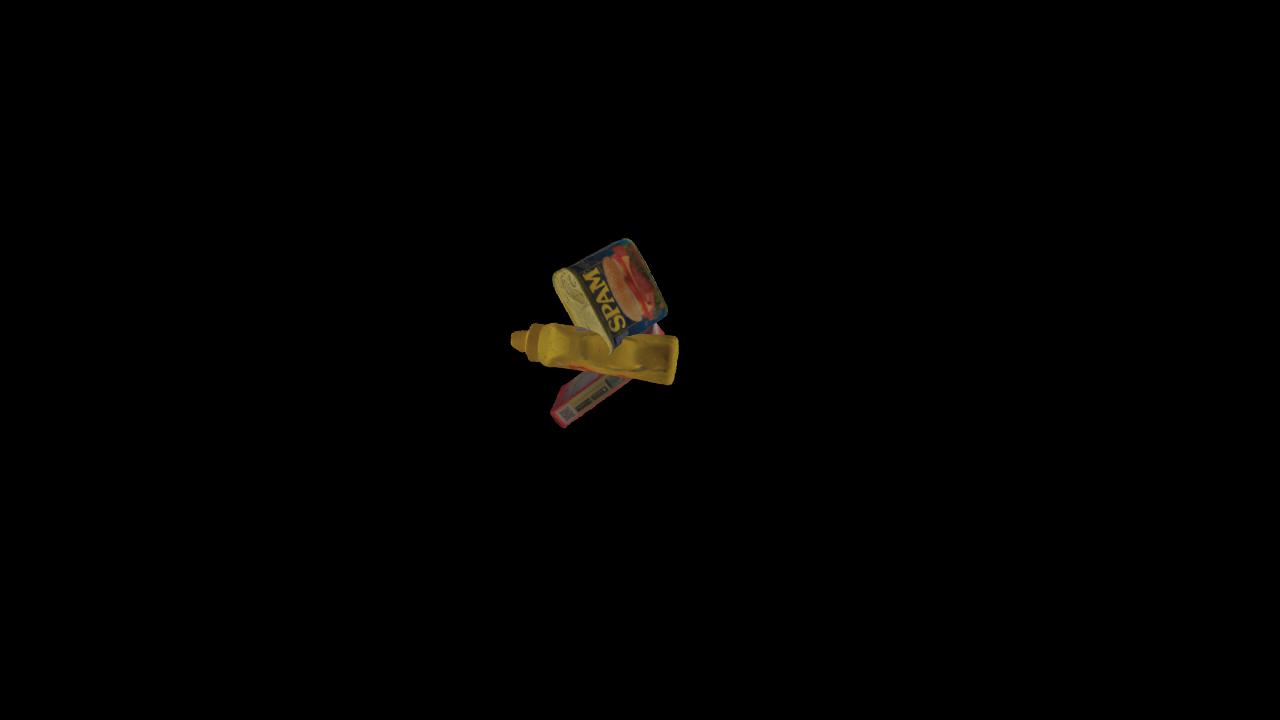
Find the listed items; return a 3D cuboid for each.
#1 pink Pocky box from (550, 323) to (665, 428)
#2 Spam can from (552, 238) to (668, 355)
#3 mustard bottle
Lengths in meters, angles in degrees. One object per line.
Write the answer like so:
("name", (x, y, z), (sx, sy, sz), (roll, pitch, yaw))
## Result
("pink Pocky box", (-0.037, 0.015, 0.743), (0.155, 0.029, 0.084), (-36, 14, 13))
("Spam can", (-0.030, -0.067, 0.654), (0.085, 0.101, 0.058), (-33, 13, -28))
("mustard bottle", (-0.052, -0.011, 0.670), (0.184, 0.054, 0.092), (8, 4, 6))
